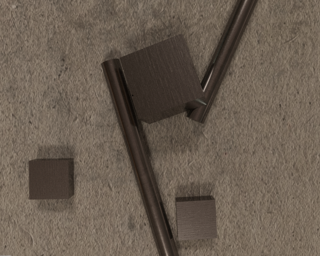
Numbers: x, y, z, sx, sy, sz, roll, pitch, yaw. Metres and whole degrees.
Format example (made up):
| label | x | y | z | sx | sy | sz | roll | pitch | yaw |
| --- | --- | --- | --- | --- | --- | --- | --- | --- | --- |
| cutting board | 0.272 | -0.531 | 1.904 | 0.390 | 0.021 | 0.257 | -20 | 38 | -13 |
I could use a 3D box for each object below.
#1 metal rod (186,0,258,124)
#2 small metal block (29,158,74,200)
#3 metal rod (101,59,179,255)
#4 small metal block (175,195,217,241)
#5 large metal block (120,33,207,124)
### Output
| label | x | y | z | sx | sy | sz | roll | pitch | yaw |
| --- | --- | --- | --- | --- | --- | --- | --- | --- | --- |
| metal rod | 0.106 | -0.147 | 0.411 | 0.025 | 0.025 | 0.299 | 24 | 90 | -1 |
| small metal block | -0.142 | 0.066 | 0.408 | 0.050 | 0.025 | 0.050 | -1 | 90 | -1 |
| metal rod | -0.022 | 0.056 | 0.409 | 0.025 | 0.025 | 0.298 | -17 | 90 | 0 |
| small metal block | 0.047 | 0.118 | 0.411 | 0.050 | 0.025 | 0.050 | -3 | 90 | -1 |
| large metal block | 0.006 | -0.058 | 0.384 | 0.080 | 0.050 | 0.080 | -19 | 80 | 10 |
